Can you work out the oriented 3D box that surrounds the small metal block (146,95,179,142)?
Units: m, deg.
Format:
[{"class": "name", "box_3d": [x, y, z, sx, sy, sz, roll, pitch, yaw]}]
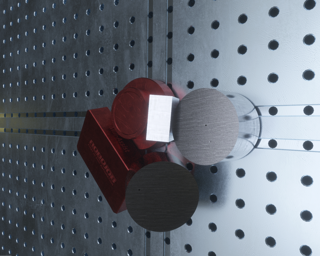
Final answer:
[{"class": "small metal block", "box_3d": [0.004, -0.011, 0.360, 0.025, 0.050, 0.050, 5, 93, 12]}]

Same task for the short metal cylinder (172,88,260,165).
[{"class": "short metal cylinder", "box_3d": [0.060, -0.002, 0.339, 0.080, 0.050, 0.079, 0, 90, 40]}]

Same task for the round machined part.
[{"class": "round machined part", "box_3d": [-0.028, -0.019, 0.415, 0.098, 0.042, 0.097, 0, 90, 40]}]

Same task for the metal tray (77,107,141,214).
[{"class": "metal tray", "box_3d": [-0.071, 0.044, 0.445, 0.130, 0.030, 0.089, 53, 136, 26]}]

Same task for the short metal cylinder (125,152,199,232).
[{"class": "short metal cylinder", "box_3d": [0.000, 0.072, 0.360, 0.050, 0.081, 0.079, -132, 49, -80]}]
